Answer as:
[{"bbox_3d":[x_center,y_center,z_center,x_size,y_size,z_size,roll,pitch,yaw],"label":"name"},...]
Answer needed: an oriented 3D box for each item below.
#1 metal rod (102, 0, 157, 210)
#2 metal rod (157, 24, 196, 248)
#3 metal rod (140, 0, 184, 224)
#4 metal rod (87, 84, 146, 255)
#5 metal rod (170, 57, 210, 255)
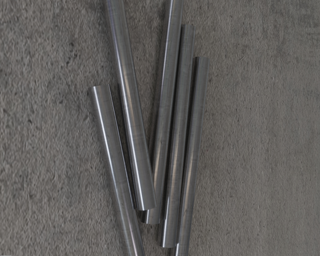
[{"bbox_3d":[-0.039,-0.053,0.361,0.025,0.025,0.298,-12,95,-39],"label":"metal rod"},{"bbox_3d":[0.023,0.007,0.423,0.025,0.025,0.298,10,84,-40],"label":"metal rod"},{"bbox_3d":[0.004,-0.028,0.407,0.025,0.025,0.298,11,83,-40],"label":"metal rod"},{"bbox_3d":[-0.042,0.098,0.369,0.025,0.025,0.298,-18,101,-39],"label":"metal rod"},{"bbox_3d":[0.043,0.047,0.440,0.025,0.025,0.298,12,82,-39],"label":"metal rod"}]
